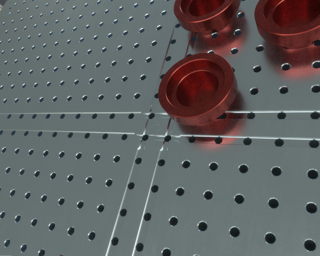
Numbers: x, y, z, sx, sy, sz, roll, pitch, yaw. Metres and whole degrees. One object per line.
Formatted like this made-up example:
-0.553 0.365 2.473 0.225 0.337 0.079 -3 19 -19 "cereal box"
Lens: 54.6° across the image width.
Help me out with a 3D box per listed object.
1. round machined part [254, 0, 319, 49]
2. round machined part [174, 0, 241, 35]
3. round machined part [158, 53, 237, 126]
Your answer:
0.174 -0.141 0.393 0.098 0.042 0.098 -13 56 21 "round machined part"
0.074 -0.182 0.471 0.098 0.042 0.098 -13 56 21 "round machined part"
0.051 -0.045 0.399 0.098 0.042 0.098 -13 56 21 "round machined part"
